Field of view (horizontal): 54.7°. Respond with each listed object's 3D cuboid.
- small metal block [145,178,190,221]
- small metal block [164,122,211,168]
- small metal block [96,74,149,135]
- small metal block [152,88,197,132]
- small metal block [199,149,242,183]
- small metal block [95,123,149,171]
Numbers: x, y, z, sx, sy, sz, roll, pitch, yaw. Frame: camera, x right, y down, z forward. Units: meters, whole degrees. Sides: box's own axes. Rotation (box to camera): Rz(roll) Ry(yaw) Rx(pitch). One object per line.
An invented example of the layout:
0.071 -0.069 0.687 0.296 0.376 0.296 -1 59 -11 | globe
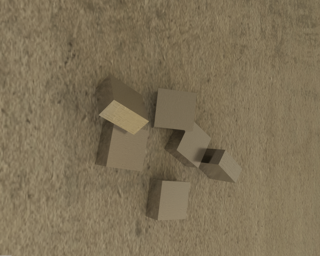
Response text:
0.011 0.095 0.416 0.050 0.025 0.050 11 83 -40 | small metal block
0.041 0.022 0.441 0.050 0.025 0.050 41 65 -33 | small metal block
-0.043 -0.027 0.352 0.050 0.025 0.050 32 27 -36 | small metal block
0.019 -0.023 0.407 0.050 0.025 0.050 7 85 -7 | small metal block
0.085 0.055 0.463 0.050 0.050 0.025 45 63 -31 | small metal block
-0.045 0.023 0.369 0.050 0.025 0.050 15 81 -39 | small metal block
